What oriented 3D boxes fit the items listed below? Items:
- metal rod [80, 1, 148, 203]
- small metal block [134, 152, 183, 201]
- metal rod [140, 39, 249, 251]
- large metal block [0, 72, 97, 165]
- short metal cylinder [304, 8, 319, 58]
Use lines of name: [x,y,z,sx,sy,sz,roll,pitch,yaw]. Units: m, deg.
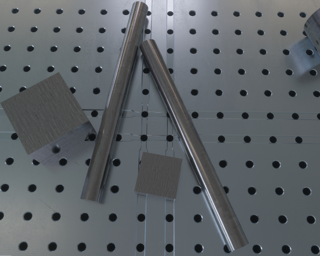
metal rod: [-0.058,-0.049,0.428,0.025,0.025,0.299,10,70,3]
small metal block: [-0.001,0.061,0.389,0.050,0.025,0.050,10,70,3]
metal rod: [0.037,0.008,0.408,0.025,0.025,0.299,-20,71,-7]
large metal block: [-0.141,-0.012,0.402,0.080,0.050,0.080,-32,73,-11]
short metal cylinder: [0.254,-0.141,0.436,0.081,0.080,0.050,-17,71,-6]
